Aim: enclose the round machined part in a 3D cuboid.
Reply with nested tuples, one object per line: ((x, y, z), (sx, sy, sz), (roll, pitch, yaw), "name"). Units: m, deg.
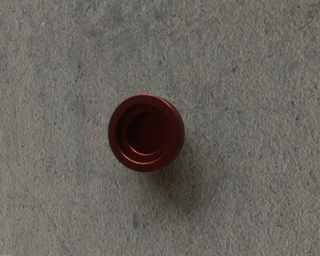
((-0.015, 0.006, 0.406), (0.098, 0.042, 0.097), (0, 90, 20), "round machined part")
